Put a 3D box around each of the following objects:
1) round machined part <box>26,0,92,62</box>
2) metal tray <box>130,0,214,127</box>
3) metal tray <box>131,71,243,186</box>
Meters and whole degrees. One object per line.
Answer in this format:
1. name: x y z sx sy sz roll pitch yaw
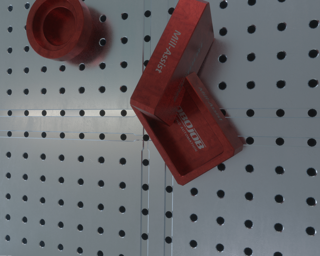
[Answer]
1. round machined part: -0.142 -0.146 0.454 0.098 0.042 0.097 0 90 20
2. metal tray: 0.019 -0.071 0.358 0.030 0.090 0.130 25 88 16
3. metal tray: 0.029 -0.005 0.386 0.090 0.030 0.130 -38 78 33
